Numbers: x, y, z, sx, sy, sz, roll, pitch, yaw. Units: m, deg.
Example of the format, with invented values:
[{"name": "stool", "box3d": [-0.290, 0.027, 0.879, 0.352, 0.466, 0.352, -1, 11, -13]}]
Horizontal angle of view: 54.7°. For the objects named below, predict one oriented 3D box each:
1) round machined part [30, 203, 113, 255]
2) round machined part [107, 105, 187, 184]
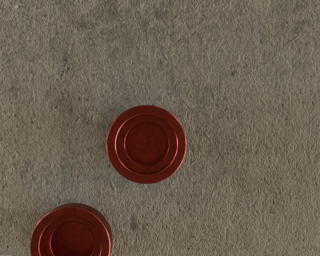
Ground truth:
[{"name": "round machined part", "box3d": [-0.110, 0.145, 0.401, 0.099, 0.042, 0.097, 0, 90, 0]}, {"name": "round machined part", "box3d": [-0.016, 0.020, 0.401, 0.099, 0.042, 0.097, 0, 90, 0]}]
